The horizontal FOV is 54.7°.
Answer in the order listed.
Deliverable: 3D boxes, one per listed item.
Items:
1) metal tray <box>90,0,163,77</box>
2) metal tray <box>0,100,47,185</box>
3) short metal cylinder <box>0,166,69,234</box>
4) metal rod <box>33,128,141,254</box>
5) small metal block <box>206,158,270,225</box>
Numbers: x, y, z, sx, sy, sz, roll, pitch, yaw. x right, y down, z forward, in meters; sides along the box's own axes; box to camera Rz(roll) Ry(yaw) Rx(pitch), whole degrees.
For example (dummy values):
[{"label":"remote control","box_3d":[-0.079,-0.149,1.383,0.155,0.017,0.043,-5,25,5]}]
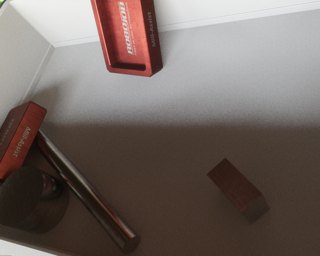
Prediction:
[{"label":"metal tray","box_3d":[-0.049,-0.144,0.452,0.090,0.129,0.030,12,36,33]},{"label":"metal tray","box_3d":[-0.235,0.026,0.489,0.090,0.030,0.130,-10,55,45]},{"label":"short metal cylinder","box_3d":[-0.172,0.097,0.418,0.080,0.050,0.080,-13,56,20]},{"label":"metal rod","box_3d":[-0.129,0.061,0.433,0.300,0.025,0.025,35,81,38]},{"label":"small metal block","box_3d":[0.079,0.064,0.309,0.025,0.050,0.050,-42,51,0]}]
